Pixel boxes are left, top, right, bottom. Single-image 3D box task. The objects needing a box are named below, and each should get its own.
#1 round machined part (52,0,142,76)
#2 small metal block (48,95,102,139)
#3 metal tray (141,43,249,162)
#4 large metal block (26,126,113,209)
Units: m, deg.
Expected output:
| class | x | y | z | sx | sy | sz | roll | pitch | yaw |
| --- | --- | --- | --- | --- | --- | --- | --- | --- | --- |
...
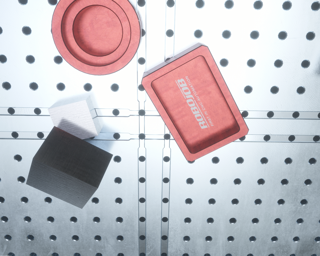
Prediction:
| class | x | y | z | sx | sy | sz | roll | pitch | yaw |
| --- | --- | --- | --- | --- | --- | --- | --- | --- | --- |
| round machined part | -0.070 | -0.114 | 0.362 | 0.099 | 0.042 | 0.097 | 0 | 110 | -1 |
| small metal block | -0.111 | -0.011 | 0.408 | 0.050 | 0.025 | 0.050 | -14 | 110 | 4 |
| metal tray | 0.046 | -0.031 | 0.399 | 0.090 | 0.030 | 0.130 | -28 | 108 | 9 |
| large metal block | -0.118 | 0.054 | 0.400 | 0.080 | 0.050 | 0.080 | 28 | 140 | -10 |
